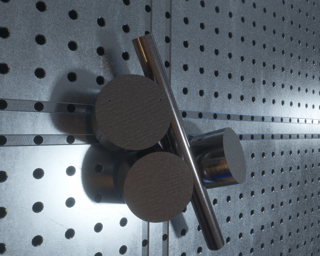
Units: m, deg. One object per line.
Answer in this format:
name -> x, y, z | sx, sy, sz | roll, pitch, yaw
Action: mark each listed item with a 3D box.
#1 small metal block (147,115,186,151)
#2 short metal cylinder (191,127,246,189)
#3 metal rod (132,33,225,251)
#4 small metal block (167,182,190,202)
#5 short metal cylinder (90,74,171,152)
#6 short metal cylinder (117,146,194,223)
small metal block -> 0.000, -0.004, 0.405 | 0.050, 0.025, 0.050 | -51, 120, -28
short metal cylinder -> 0.084, 0.044, 0.442 | 0.080, 0.050, 0.080 | 33, 49, -48
metal rod -> 0.029, 0.029, 0.396 | 0.025, 0.025, 0.298 | -32, 110, -35
small metal block -> 0.029, 0.073, 0.429 | 0.050, 0.025, 0.050 | -48, 119, -29
short metal cylinder -> -0.034, -0.014, 0.342 | 0.081, 0.050, 0.080 | 3, 81, -19
short metal cylinder -> -0.008, 0.064, 0.365 | 0.081, 0.050, 0.079 | -1, 94, -17
